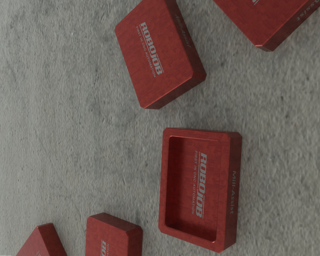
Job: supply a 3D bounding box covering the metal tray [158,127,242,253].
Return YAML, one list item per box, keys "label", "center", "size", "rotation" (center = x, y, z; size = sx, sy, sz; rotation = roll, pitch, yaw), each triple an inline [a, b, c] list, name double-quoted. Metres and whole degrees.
- label: "metal tray"
  center: [0.044, 0.066, 0.363]
  size: [0.090, 0.030, 0.129]
  rotation: [5, 93, 39]

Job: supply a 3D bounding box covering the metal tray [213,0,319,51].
- label: "metal tray"
  center: [0.122, -0.152, 0.300]
  size: [0.129, 0.030, 0.090]
  rotation: [-46, 63, 29]

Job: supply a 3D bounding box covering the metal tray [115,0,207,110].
- label: "metal tray"
  center: [-0.004, -0.100, 0.403]
  size: [0.090, 0.030, 0.129]
  rotation: [-30, 71, 35]

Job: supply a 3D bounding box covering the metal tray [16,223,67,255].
- label: "metal tray"
  center: [-0.227, 0.253, 0.585]
  size: [0.129, 0.030, 0.090]
  rotation: [-51, 61, 27]

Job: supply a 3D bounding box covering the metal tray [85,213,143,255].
- label: "metal tray"
  center: [-0.071, 0.201, 0.458]
  size: [0.090, 0.030, 0.129]
  rotation: [6, 94, 39]
